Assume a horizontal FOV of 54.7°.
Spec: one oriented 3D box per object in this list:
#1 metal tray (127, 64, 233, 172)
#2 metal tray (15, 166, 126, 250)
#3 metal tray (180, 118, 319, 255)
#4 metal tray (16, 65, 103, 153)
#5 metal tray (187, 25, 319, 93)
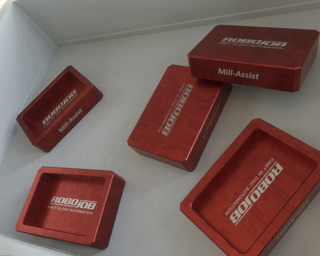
[{"bbox_3d":[0.026,-0.018,0.400,0.090,0.030,0.130,16,70,34],"label":"metal tray"},{"bbox_3d":[-0.117,0.099,0.402,0.130,0.030,0.090,-1,61,27],"label":"metal tray"},{"bbox_3d":[0.095,0.063,0.313,0.130,0.030,0.090,-48,51,-6],"label":"metal tray"},{"bbox_3d":[-0.167,-0.034,0.511,0.130,0.030,0.090,-47,51,-5],"label":"metal tray"},{"bbox_3d":[0.111,-0.089,0.374,0.130,0.030,0.090,15,47,31],"label":"metal tray"}]
